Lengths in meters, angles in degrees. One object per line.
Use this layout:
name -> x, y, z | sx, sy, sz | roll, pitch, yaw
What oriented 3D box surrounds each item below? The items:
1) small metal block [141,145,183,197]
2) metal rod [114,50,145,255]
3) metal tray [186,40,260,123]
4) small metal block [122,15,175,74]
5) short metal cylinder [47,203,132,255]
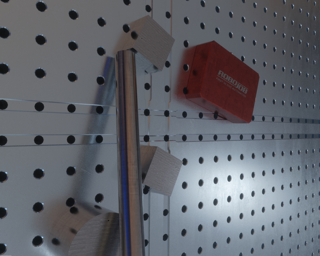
small metal block -> -0.003, 0.056, 0.407 | 0.050, 0.025, 0.050 | 33, 69, -35
metal rod -> -0.032, 0.055, 0.330 | 0.025, 0.025, 0.299 | 11, 67, -40
metal tray -> 0.104, -0.068, 0.493 | 0.131, 0.030, 0.090 | 22, 76, -38
small metal block -> -0.014, -0.106, 0.397 | 0.050, 0.025, 0.050 | 34, 69, -35
short metal cylinder -> -0.072, 0.126, 0.333 | 0.081, 0.050, 0.080 | 0, 90, -40
